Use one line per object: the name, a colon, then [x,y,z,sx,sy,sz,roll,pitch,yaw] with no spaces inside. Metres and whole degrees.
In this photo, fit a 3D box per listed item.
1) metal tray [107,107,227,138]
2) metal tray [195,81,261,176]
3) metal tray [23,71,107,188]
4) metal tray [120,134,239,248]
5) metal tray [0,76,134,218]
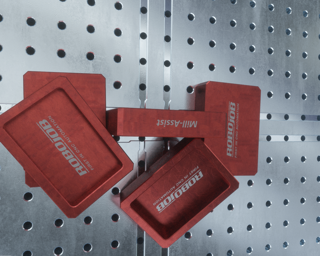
metal tray: [0.004,-0.005,0.379,0.131,0.090,0.030,2,90,-20]
metal tray: [0.097,0.002,0.446,0.091,0.030,0.129,3,89,-21]
metal tray: [-0.112,0.001,0.369,0.091,0.030,0.129,-1,91,-20]
metal tray: [0.024,0.081,0.400,0.130,0.030,0.090,-41,105,2]
metal tray: [-0.103,0.021,0.339,0.090,0.030,0.130,-40,103,-16]
